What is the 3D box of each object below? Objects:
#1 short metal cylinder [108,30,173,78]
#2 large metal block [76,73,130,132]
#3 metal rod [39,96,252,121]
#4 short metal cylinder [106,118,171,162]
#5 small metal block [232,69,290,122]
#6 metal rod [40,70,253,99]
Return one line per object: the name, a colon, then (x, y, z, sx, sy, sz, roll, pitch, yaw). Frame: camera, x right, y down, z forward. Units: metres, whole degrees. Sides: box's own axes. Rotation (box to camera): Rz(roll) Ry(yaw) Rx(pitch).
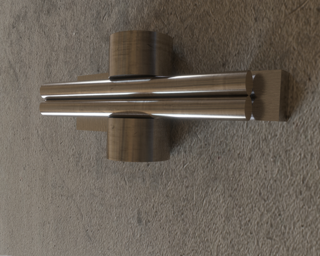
short metal cylinder: (-0.024, -0.087, 0.390, 0.080, 0.081, 0.050, 2, 92, 40)
large metal block: (-0.076, -0.036, 0.453, 0.080, 0.050, 0.079, 3, 92, 40)
metal rod: (-0.041, -0.024, 0.382, 0.300, 0.025, 0.025, 2, 92, 32)
short metal cylinder: (-0.027, 0.013, 0.393, 0.080, 0.081, 0.050, 2, 92, 40)
small metal block: (0.104, -0.033, 0.321, 0.050, 0.025, 0.050, 4, 93, 40)
metal rod: (-0.040, -0.049, 0.381, 0.300, 0.025, 0.025, 2, 92, 32)
